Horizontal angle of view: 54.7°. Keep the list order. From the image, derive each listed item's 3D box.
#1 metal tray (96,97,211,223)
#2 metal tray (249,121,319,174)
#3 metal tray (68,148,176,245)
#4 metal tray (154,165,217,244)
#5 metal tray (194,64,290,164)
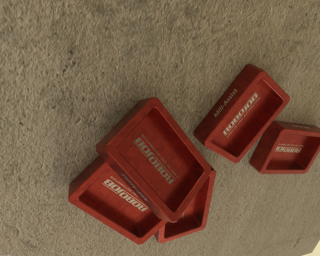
[{"bbox_3d":[-0.002,0.039,0.377,0.090,0.030,0.130,-49,113,-27],"label":"metal tray"},{"bbox_3d":[0.231,0.037,0.552,0.131,0.030,0.089,5,116,-31],"label":"metal tray"},{"bbox_3d":[-0.042,0.090,0.411,0.090,0.030,0.130,-44,116,8],"label":"metal tray"},{"bbox_3d":[0.036,0.119,0.496,0.091,0.030,0.129,-10,123,-23],"label":"metal tray"},{"bbox_3d":[0.122,-0.017,0.459,0.090,0.030,0.130,30,102,-38],"label":"metal tray"}]
